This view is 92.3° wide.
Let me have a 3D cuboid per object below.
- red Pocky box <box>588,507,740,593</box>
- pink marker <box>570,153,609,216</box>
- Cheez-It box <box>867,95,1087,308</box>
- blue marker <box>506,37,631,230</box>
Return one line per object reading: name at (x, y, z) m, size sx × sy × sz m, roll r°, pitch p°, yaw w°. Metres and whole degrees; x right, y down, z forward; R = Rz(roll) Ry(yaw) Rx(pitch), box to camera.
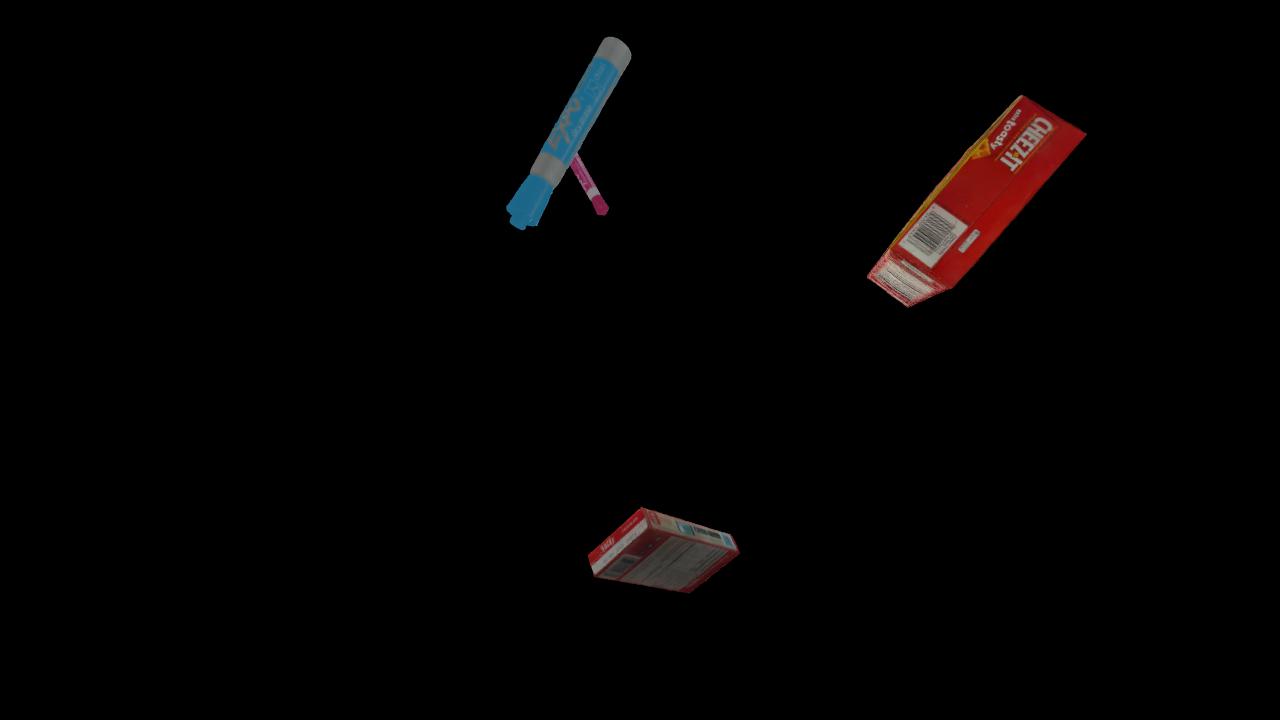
red Pocky box at (0.028, 0.199, 0.632) m, size 0.155 × 0.083 × 0.028 m, roll 29°, pitch 23°, yaw -42°
pink marker at (-0.075, -0.251, 0.869) m, size 0.020 × 0.121 × 0.020 m, roll -24°, pitch -23°, yaw -11°
Cheez-It box at (0.318, -0.142, 0.623) m, size 0.071 × 0.166 × 0.223 m, roll 40°, pitch 10°, yaw 10°
blue marker at (-0.040, -0.125, 0.342) m, size 0.020 × 0.121 × 0.020 m, roll 26°, pitch -10°, yaw 5°
